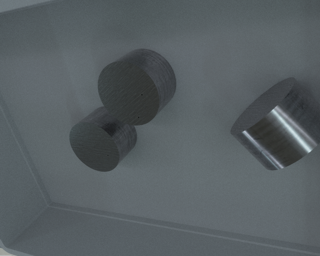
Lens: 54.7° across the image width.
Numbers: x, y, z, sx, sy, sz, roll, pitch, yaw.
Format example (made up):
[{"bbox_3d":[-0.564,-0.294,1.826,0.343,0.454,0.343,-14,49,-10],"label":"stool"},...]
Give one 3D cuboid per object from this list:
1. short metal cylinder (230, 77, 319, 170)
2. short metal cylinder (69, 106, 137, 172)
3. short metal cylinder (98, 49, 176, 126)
[{"bbox_3d":[0.118,-0.004,0.308,0.050,0.080,0.080,45,129,-3],"label":"short metal cylinder"},{"bbox_3d":[-0.080,0.015,0.443,0.080,0.050,0.079,13,124,20],"label":"short metal cylinder"},{"bbox_3d":[-0.027,-0.050,0.375,0.080,0.050,0.079,13,124,20],"label":"short metal cylinder"}]
